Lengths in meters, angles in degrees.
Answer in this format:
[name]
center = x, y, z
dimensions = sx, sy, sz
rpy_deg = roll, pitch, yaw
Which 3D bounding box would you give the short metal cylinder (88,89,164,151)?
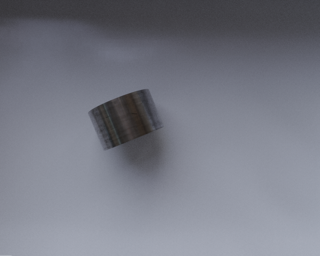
[short metal cylinder]
center = -0.041, -0.010, 0.383
dimensions = 0.080, 0.080, 0.050
rpy_deg = -22, 90, 0
